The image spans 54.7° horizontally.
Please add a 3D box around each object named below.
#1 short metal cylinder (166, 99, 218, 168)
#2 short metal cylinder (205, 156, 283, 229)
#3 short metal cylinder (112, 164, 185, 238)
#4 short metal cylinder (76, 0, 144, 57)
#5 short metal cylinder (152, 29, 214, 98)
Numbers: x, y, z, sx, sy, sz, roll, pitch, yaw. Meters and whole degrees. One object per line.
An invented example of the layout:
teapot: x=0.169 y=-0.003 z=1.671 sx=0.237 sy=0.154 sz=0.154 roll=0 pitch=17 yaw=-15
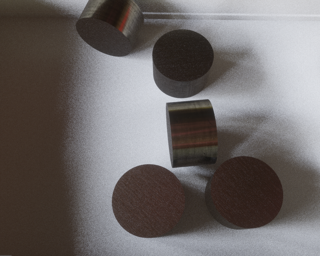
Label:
short metal cylinder: x=0.036 y=0.007 z=0.378 sx=0.050 sy=0.080 sz=0.080 roll=-5 pitch=70 yaw=-2
short metal cylinder: x=0.097 y=0.078 z=0.368 sx=0.081 sy=0.050 sz=0.080 roll=0 pitch=70 yaw=0
short metal cylinder: x=-0.013 y=0.087 z=0.364 sx=0.081 sy=0.050 sz=0.080 roll=0 pitch=70 yaw=0
short metal cylinder: x=-0.069 y=-0.145 z=0.433 sx=0.080 sy=0.080 sz=0.050 roll=18 pitch=71 yaw=6
short metal cylinder: x=0.030 y=-0.088 z=0.428 sx=0.081 sy=0.050 sz=0.080 roll=0 pitch=70 yaw=0
